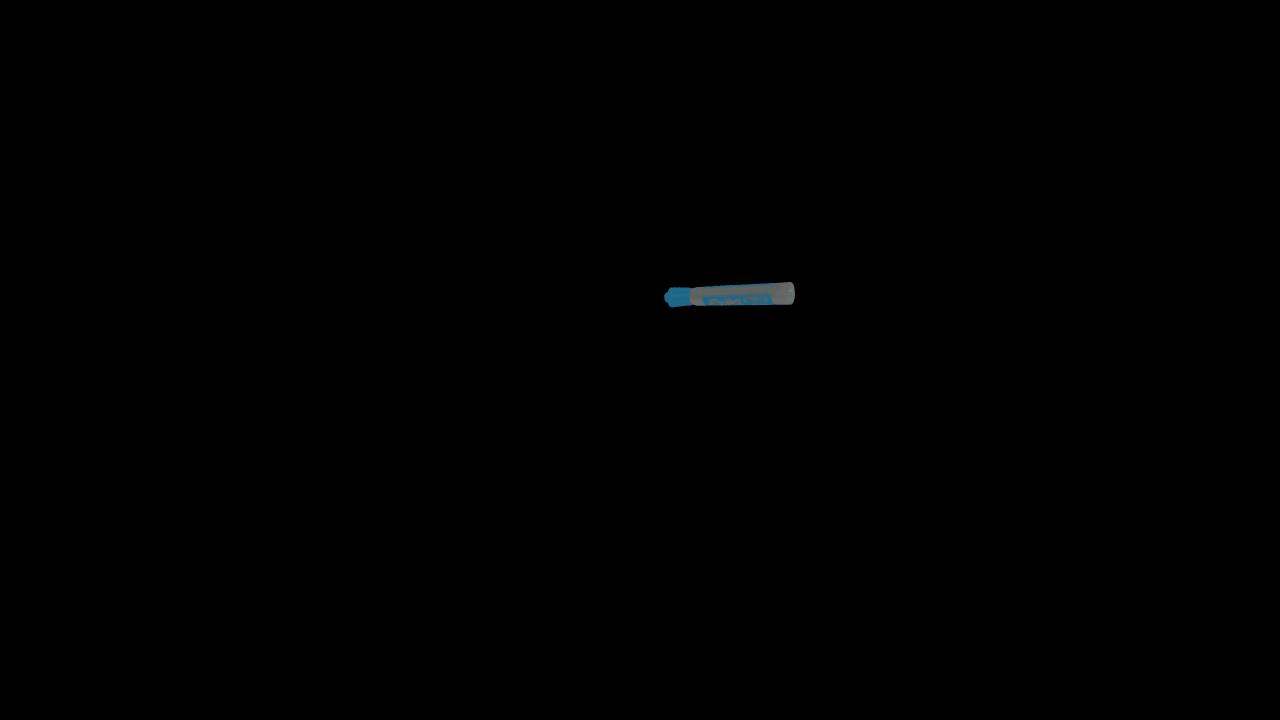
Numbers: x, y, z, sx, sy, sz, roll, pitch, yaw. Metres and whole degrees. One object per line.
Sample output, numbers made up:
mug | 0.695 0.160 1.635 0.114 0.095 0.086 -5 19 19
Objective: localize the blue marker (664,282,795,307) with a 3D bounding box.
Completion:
blue marker | 0.076 -0.057 0.545 0.121 0.020 0.020 2 1 32
